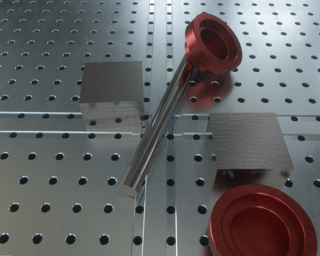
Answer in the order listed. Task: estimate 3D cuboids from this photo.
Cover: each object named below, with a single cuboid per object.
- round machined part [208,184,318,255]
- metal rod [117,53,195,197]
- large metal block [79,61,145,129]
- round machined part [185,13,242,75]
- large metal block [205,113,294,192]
[{"bbox_3d":[0.097,0.108,0.306,0.099,0.042,0.098,0,50,0],"label":"round machined part"},{"bbox_3d":[0.015,-0.038,0.438,0.025,0.025,0.301,16,52,13],"label":"metal rod"},{"bbox_3d":[-0.063,-0.047,0.430,0.081,0.050,0.080,-3,50,-3],"label":"large metal block"},{"bbox_3d":[0.078,-0.125,0.482,0.099,0.042,0.098,16,59,-29],"label":"round machined part"},{"bbox_3d":[0.100,0.028,0.368,0.081,0.050,0.080,0,50,-1],"label":"large metal block"}]
